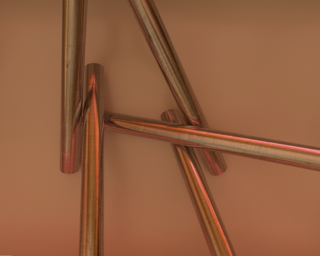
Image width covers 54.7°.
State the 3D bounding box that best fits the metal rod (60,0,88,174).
[{"bbox_3d":[-0.097,-0.077,0.345,0.025,0.025,0.298,10,117,0],"label":"metal rod"}]

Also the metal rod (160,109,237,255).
[{"bbox_3d":[0.056,0.104,0.339,0.025,0.025,0.299,-20,60,0],"label":"metal rod"}]

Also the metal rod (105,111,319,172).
[{"bbox_3d":[0.038,0.010,0.363,0.301,0.025,0.025,10,90,19],"label":"metal rod"}]

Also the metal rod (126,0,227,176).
[{"bbox_3d":[0.014,-0.065,0.352,0.025,0.025,0.299,-28,115,0],"label":"metal rod"}]

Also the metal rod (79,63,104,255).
[{"bbox_3d":[-0.075,0.059,0.344,0.025,0.025,0.299,-4,66,0],"label":"metal rod"}]
